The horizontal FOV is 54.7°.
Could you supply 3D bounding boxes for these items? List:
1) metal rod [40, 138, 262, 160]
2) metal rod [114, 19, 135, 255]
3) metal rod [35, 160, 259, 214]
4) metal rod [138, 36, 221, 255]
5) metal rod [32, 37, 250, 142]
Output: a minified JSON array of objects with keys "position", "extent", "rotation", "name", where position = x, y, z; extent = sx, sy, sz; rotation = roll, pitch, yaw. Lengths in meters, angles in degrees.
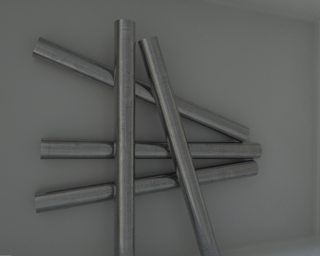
[{"position":[0.004,0.029,0.411],"extent":[0.303,0.025,0.025],"rotation":[2,90,-21],"name":"metal rod"},{"position":[-0.042,0.025,0.367],"extent":[0.025,0.025,0.298],"rotation":[0,90,-20],"name":"metal rod"},{"position":[-0.002,0.073,0.409],"extent":[0.303,0.025,0.025],"rotation":[-5,92,-20],"name":"metal rod"},{"position":[0.027,0.035,0.393],"extent":[0.025,0.025,0.298],"rotation":[-19,97,-19],"name":"metal rod"},{"position":[-0.009,-0.042,0.406],"extent":[0.302,0.025,0.025],"rotation":[21,83,-19],"name":"metal rod"}]
